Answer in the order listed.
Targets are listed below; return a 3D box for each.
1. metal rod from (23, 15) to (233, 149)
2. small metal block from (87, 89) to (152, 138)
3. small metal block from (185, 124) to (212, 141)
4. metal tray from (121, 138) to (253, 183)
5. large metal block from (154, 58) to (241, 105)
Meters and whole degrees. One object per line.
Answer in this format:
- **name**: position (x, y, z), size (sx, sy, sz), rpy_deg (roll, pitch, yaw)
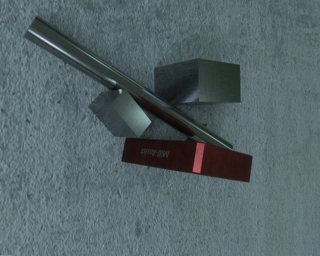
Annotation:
- **metal rod**: position (-0.015, -0.033, 0.378), size (0.301, 0.025, 0.025), rpy_deg (31, 71, -31)
- **small metal block**: position (-0.046, -0.016, 0.352), size (0.050, 0.050, 0.025), rpy_deg (52, 59, -28)
- **small metal block**: position (0.063, 0.029, 0.462), size (0.050, 0.025, 0.050), rpy_deg (49, 61, -29)
- **metal tray**: position (0.028, 0.036, 0.363), size (0.091, 0.130, 0.030), rpy_deg (16, 80, -39)
- **large metal block**: position (0.049, -0.057, 0.412), size (0.081, 0.080, 0.050), rpy_deg (-3, 92, -40)
